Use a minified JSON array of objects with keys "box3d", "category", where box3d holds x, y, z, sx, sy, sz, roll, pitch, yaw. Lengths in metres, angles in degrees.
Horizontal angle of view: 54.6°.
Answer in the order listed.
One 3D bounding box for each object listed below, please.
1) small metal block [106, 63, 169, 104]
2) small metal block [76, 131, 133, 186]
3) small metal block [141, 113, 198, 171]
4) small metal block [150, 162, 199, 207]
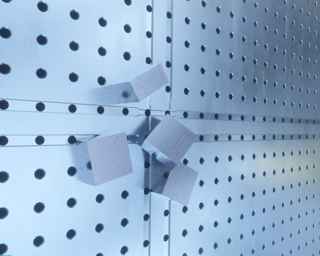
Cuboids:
[{"box3d":[-0.027,-0.052,0.369,0.050,0.050,0.025,-38,114,-33],"category":"small metal block"},{"box3d":[-0.063,0.033,0.356,0.050,0.025,0.050,-16,100,-39],"category":"small metal block"},{"box3d":[0.013,0.018,0.403,0.050,0.025,0.050,38,62,4],"category":"small metal block"},{"box3d":[0.020,0.074,0.425,0.050,0.025,0.050,34,69,-35],"category":"small metal block"}]
